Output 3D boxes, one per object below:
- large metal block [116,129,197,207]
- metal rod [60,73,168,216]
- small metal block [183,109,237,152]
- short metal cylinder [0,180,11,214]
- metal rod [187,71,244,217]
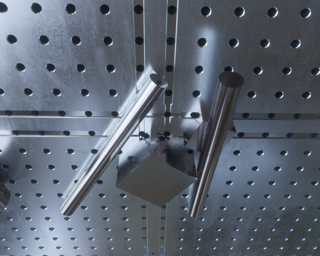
[{"bbox_3d":[-0.006,0.061,0.447,0.080,0.050,0.080,30,124,-24],"label":"large metal block"},{"bbox_3d":[-0.080,0.041,0.445,0.025,0.025,0.298,25,126,-20],"label":"metal rod"},{"bbox_3d":[0.066,0.008,0.419,0.050,0.025,0.050,19,128,-16],"label":"small metal block"},{"bbox_3d":[-0.275,0.103,0.459,0.080,0.080,0.050,-14,129,11],"label":"short metal cylinder"},{"bbox_3d":[0.065,0.047,0.421,0.025,0.025,0.298,1,140,-2],"label":"metal rod"}]
